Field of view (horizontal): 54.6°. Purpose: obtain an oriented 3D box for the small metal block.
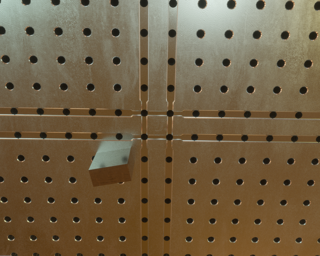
[{"bbox_3d":[-0.064,0.052,0.419,0.050,0.050,0.025,-9,110,3],"label":"small metal block"}]
